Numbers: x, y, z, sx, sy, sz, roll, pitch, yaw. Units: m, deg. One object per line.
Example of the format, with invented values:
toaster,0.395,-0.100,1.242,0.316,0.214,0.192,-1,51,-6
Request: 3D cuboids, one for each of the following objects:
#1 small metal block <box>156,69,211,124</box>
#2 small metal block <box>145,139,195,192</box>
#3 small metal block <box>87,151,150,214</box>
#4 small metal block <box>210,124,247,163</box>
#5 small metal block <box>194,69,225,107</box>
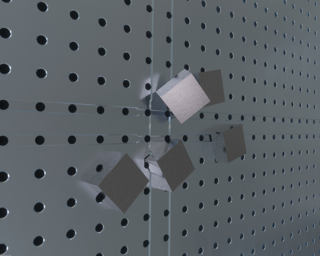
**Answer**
small metal block,0.031,-0.043,0.419,0.050,0.025,0.050,-39,118,2
small metal block,0.014,0.050,0.420,0.050,0.025,0.050,-39,114,-33
small metal block,-0.048,0.064,0.368,0.050,0.025,0.050,-51,120,-28
small metal block,0.111,0.024,0.501,0.050,0.025,0.050,-19,102,-38
small metal block,0.069,-0.059,0.466,0.050,0.025,0.050,-16,100,-39
